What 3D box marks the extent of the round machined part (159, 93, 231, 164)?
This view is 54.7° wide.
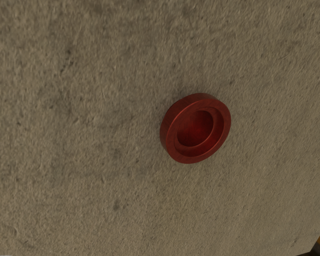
[{"bbox_3d":[0.044,-0.003,0.420,0.099,0.042,0.097,-14,125,-21],"label":"round machined part"}]
